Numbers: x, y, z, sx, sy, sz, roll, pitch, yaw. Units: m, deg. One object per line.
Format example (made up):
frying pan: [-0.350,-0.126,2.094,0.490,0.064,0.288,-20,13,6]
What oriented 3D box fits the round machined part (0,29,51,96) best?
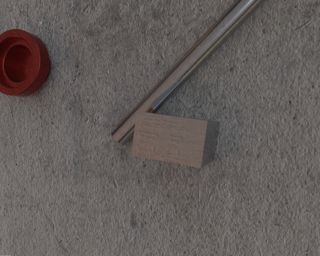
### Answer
round machined part: [-0.208,-0.096,0.471,0.098,0.042,0.097,0,90,19]

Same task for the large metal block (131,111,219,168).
large metal block: [0.022,0.011,0.371,0.080,0.080,0.050,9,93,19]

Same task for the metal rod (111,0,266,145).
metal rod: [0.045,-0.089,0.392,0.299,0.025,0.025,-45,76,14]
